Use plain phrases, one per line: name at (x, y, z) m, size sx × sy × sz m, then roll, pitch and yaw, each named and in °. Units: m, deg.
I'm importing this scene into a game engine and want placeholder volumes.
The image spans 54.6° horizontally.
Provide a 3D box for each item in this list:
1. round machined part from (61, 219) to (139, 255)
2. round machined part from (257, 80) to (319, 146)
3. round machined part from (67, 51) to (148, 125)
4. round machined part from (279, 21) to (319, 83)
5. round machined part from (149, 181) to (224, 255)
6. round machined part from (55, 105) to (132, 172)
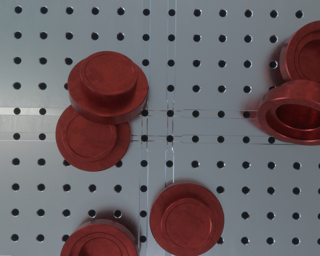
round machined part at (-0.075, 0.167, 0.405) m, size 0.099 × 0.042 × 0.097 m, roll 0°, pitch 90°, yaw 0°
round machined part at (0.175, -0.022, 0.383) m, size 0.098 × 0.098 × 0.042 m, roll 26°, pitch 65°, yaw 0°
round machined part at (-0.063, -0.056, 0.382) m, size 0.099 × 0.042 × 0.098 m, roll 6°, pitch 58°, yaw -9°
round machined part at (0.205, -0.086, 0.406) m, size 0.099 × 0.042 × 0.097 m, roll 0°, pitch 90°, yaw 0°
round machined part at (0.035, 0.121, 0.405) m, size 0.099 × 0.042 × 0.097 m, roll 0°, pitch 90°, yaw 0°
round machined part at (-0.087, 0.008, 0.404) m, size 0.099 × 0.042 × 0.097 m, roll 0°, pitch 90°, yaw 0°
